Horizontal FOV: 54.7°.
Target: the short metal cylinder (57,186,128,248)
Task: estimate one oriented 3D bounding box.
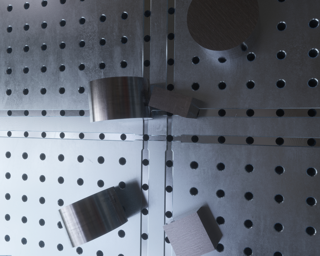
[{"bbox_3d":[-0.090,0.118,0.415,0.080,0.080,0.050,-27,81,18],"label":"short metal cylinder"}]

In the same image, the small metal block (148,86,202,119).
[{"bbox_3d":[0.020,-0.032,0.392,0.050,0.050,0.025,19,97,19],"label":"small metal block"}]

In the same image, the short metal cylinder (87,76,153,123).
[{"bbox_3d":[-0.051,-0.034,0.401,0.080,0.080,0.050,-5,89,20],"label":"short metal cylinder"}]

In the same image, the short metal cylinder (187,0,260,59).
[{"bbox_3d":[0.078,-0.127,0.372,0.080,0.050,0.079,0,90,20],"label":"short metal cylinder"}]

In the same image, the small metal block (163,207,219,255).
[{"bbox_3d":[0.040,0.137,0.399,0.050,0.025,0.050,-29,81,17],"label":"small metal block"}]
